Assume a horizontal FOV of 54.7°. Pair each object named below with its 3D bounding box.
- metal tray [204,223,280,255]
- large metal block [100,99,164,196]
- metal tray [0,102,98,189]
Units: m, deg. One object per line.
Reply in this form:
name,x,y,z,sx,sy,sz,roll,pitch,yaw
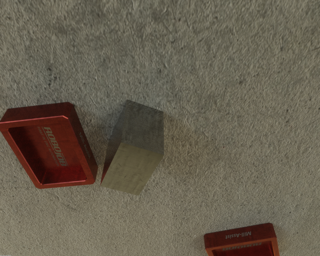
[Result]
metal tray,0.160,0.231,0.602,0.130,0.030,0.090,-14,129,11
large metal block,-0.034,0.025,0.392,0.050,0.080,0.079,18,128,-15
metal tray,-0.147,0.029,0.426,0.090,0.030,0.129,-6,130,5
